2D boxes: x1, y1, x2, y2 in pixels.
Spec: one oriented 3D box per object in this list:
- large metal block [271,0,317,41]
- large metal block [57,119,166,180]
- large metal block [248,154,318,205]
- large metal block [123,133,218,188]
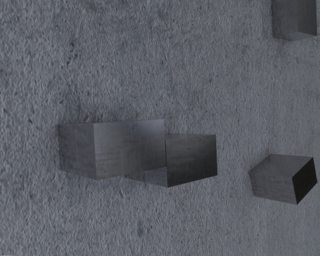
[{"bbox_3d":[0.265,-0.220,0.609,0.081,0.050,0.079,-6,94,-40],"label":"large metal block"},{"bbox_3d":[-0.051,0.018,0.326,0.081,0.080,0.050,-5,93,-40],"label":"large metal block"},{"bbox_3d":[0.220,0.088,0.553,0.081,0.080,0.050,-26,107,-37],"label":"large metal block"},{"bbox_3d":[0.012,0.035,0.379,0.081,0.080,0.050,-5,93,-40],"label":"large metal block"}]
